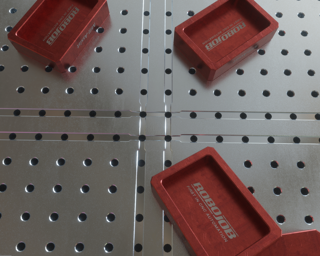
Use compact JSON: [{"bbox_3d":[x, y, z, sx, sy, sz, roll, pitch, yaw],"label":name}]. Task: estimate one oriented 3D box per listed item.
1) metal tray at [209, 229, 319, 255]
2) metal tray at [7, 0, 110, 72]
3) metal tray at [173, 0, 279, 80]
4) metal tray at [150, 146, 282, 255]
[{"bbox_3d":[0.124,0.170,0.349,0.131,0.030,0.090,-7,70,-3],"label":"metal tray"},{"bbox_3d":[-0.148,-0.157,0.464,0.090,0.030,0.130,27,72,9],"label":"metal tray"},{"bbox_3d":[0.097,-0.141,0.461,0.131,0.030,0.090,-36,74,-13],"label":"metal tray"},{"bbox_3d":[0.059,0.093,0.354,0.091,0.030,0.130,-27,58,-16],"label":"metal tray"}]
